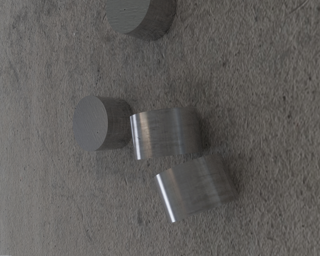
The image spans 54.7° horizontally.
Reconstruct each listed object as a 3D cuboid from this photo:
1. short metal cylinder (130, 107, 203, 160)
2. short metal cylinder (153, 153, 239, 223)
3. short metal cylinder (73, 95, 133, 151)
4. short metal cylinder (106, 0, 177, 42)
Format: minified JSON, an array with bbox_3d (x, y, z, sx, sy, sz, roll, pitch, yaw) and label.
[{"bbox_3d":[0.007,0.008,0.363,0.080,0.081,0.050,-12,83,39],"label":"short metal cylinder"},{"bbox_3d":[0.039,0.066,0.337,0.080,0.081,0.050,-31,71,36],"label":"short metal cylinder"},{"bbox_3d":[-0.084,-0.007,0.458,0.080,0.050,0.080,0,90,40],"label":"short metal cylinder"},{"bbox_3d":[-0.025,-0.160,0.410,0.080,0.050,0.080,0,90,40],"label":"short metal cylinder"}]
